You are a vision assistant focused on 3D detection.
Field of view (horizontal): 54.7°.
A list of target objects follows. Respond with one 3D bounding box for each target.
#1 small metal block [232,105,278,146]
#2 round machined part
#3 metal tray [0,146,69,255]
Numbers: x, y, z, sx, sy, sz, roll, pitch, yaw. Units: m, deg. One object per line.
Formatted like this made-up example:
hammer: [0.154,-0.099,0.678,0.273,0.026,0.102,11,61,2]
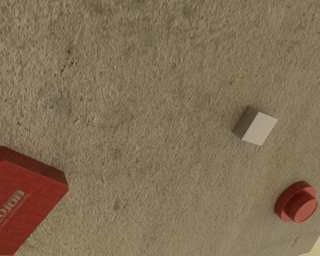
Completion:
small metal block: [0.150,-0.004,0.489,0.050,0.025,0.050,16,110,-35]
round machined part: [0.299,0.166,0.666,0.099,0.042,0.097,-14,125,-21]
metal tray: [-0.183,0.093,0.361,0.130,0.030,0.090,-49,129,6]
